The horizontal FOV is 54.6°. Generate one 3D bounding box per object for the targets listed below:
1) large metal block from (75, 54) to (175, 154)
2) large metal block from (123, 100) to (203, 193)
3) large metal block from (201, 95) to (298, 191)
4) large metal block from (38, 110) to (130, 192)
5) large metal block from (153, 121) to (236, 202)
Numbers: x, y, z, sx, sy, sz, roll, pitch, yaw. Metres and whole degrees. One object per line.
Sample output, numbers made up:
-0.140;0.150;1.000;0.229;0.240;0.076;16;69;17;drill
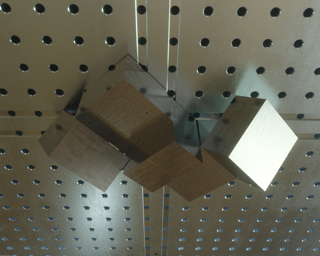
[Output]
-0.040;-0.026;0.373;0.080;0.050;0.080;-33;123;26;large metal block
0.003;0.022;0.393;0.080;0.080;0.050;-35;123;25;large metal block
0.111;0.018;0.383;0.080;0.050;0.080;41;79;-30;large metal block
-0.097;0.027;0.388;0.080;0.080;0.050;41;80;-29;large metal block
0.047;0.049;0.437;0.080;0.050;0.080;-34;121;25;large metal block
